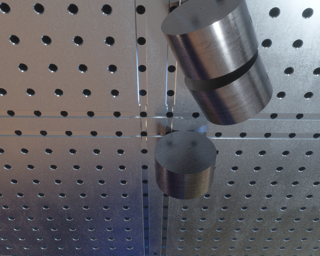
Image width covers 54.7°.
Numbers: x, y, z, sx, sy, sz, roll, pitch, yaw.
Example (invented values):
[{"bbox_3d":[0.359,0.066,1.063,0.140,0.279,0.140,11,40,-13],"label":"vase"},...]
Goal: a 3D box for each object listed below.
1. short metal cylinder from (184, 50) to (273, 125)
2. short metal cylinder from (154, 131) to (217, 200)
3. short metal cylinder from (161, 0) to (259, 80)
[{"bbox_3d":[0.074,-0.049,0.334,0.080,0.080,0.050,-23,126,18],"label":"short metal cylinder"},{"bbox_3d":[0.033,0.049,0.417,0.080,0.080,0.050,-1,130,0],"label":"short metal cylinder"},{"bbox_3d":[0.048,-0.091,0.298,0.080,0.080,0.050,-19,128,15],"label":"short metal cylinder"}]
